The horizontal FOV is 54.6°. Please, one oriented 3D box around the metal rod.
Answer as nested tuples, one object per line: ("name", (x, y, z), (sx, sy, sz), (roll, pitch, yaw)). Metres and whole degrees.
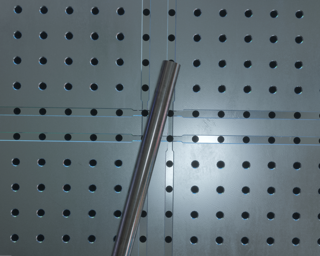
("metal rod", (-0.022, 0.058, 0.413), (0.025, 0.025, 0.299), (15, 90, 0))
